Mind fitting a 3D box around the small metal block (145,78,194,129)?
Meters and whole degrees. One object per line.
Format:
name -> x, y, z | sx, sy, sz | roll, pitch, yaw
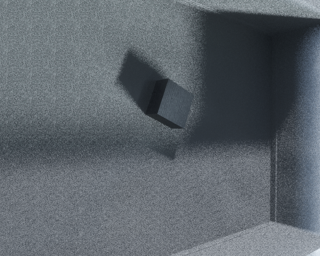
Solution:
small metal block -> 0.014, -0.031, 0.417 | 0.050, 0.025, 0.050 | 28, 73, -37
